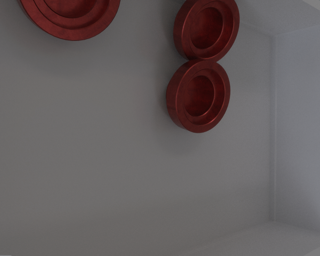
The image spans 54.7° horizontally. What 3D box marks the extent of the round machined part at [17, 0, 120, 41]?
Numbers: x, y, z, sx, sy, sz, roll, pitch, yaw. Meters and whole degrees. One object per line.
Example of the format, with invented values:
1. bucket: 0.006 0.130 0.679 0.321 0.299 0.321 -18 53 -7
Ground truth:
1. round machined part: -0.091 -0.139 0.304 0.099 0.042 0.097 -15 119 -28

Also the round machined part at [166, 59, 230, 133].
1. round machined part: 0.047 -0.045 0.426 0.099 0.042 0.097 -12 111 -34

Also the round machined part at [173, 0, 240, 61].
1. round machined part: 0.059 -0.139 0.427 0.099 0.042 0.097 -19 128 -26
